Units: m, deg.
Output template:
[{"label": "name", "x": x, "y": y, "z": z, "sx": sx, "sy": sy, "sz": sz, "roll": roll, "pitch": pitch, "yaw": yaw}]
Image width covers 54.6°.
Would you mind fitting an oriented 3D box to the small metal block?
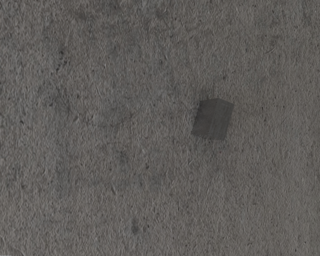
[{"label": "small metal block", "x": 0.070, "y": -0.011, "z": 0.421, "sx": 0.025, "sy": 0.050, "sz": 0.050, "roll": 19, "pitch": 84, "yaw": -19}]
